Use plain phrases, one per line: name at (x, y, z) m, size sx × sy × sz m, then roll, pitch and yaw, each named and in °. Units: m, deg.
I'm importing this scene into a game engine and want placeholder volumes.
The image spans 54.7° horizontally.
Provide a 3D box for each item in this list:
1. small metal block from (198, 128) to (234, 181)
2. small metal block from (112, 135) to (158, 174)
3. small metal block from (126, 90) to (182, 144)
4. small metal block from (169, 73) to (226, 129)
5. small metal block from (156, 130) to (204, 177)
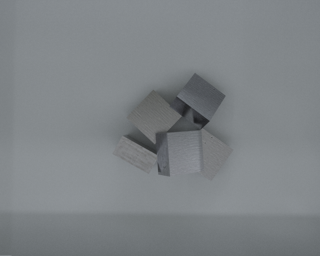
small metal block at (0.060, 0.034, 0.410) m, size 0.050 × 0.025 × 0.050 m, roll 35°, pitch 90°, yaw -1°
small metal block at (-0.029, 0.032, 0.396) m, size 0.050 × 0.050 × 0.025 m, roll 29°, pitch 90°, yaw -1°
small metal block at (-0.008, -0.014, 0.409) m, size 0.050 × 0.025 × 0.050 m, roll 44°, pitch 90°, yaw -1°
small metal block at (0.049, -0.035, 0.399) m, size 0.050 × 0.025 × 0.050 m, roll 37°, pitch 57°, yaw -1°
small metal block at (0.024, 0.029, 0.374) m, size 0.050 × 0.025 × 0.050 m, roll -4°, pitch 90°, yaw -33°
